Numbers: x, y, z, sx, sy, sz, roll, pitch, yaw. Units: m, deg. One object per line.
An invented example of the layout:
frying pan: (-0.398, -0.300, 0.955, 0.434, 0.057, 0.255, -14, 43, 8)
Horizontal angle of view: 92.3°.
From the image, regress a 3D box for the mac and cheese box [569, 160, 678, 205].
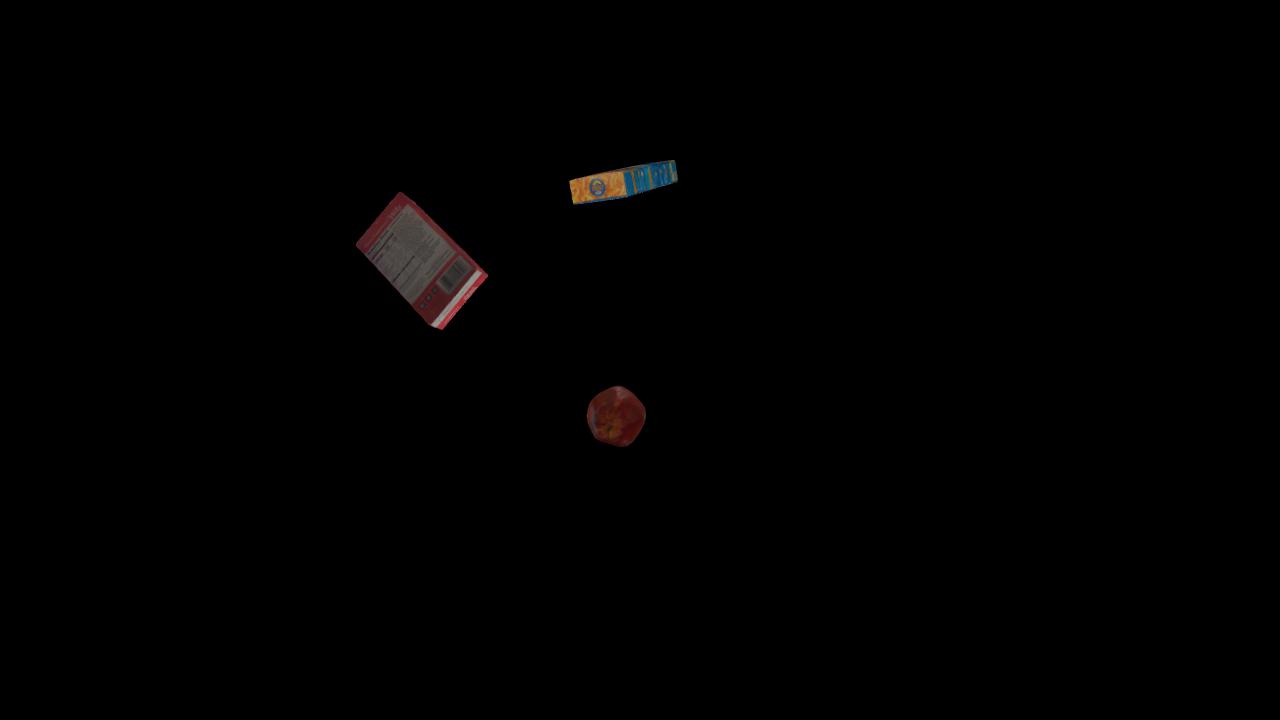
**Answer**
mac and cheese box: (-0.020, -0.274, 0.942, 0.093, 0.041, 0.184, 1, 21, 27)

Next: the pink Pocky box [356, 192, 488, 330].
pink Pocky box: (-0.250, -0.115, 0.702, 0.155, 0.084, 0.029, 43, 4, 20)

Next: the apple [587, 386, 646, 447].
apple: (-0.031, 0.076, 0.810, 0.079, 0.079, 0.093, 0, 10, 4)
